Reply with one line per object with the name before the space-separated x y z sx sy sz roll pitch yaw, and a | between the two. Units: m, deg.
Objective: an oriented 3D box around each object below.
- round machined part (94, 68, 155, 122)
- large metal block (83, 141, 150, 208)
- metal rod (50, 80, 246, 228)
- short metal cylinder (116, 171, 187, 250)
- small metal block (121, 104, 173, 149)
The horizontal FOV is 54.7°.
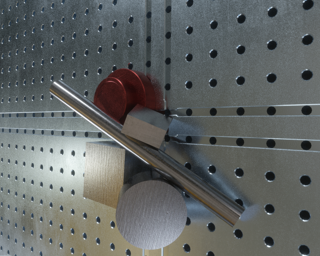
round machined part | -0.057 -0.037 0.443 0.098 0.042 0.097 0 90 39
large metal block | -0.061 0.063 0.438 0.080 0.050 0.079 6 94 39
metal rod | -0.031 0.020 0.390 0.300 0.025 0.025 34 111 21
short metal cylinder | -0.011 0.096 0.373 0.081 0.050 0.079 0 94 -5
small metal block | -0.015 -0.004 0.391 0.050 0.050 0.025 23 111 2
